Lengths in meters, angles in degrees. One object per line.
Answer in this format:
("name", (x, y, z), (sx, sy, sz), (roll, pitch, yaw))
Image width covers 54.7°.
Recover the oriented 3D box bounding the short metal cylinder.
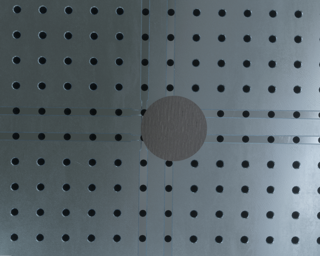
("short metal cylinder", (0.017, 0.000, 0.401), (0.081, 0.050, 0.079), (0, 90, 0))
